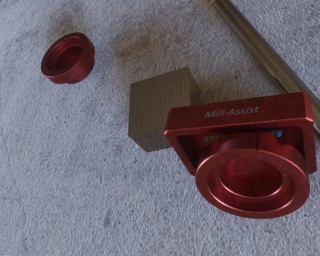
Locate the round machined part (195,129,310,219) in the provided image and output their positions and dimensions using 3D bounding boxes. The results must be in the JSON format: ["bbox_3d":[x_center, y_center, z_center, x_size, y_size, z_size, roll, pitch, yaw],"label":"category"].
[{"bbox_3d":[0.086,0.040,0.292,0.098,0.098,0.042,-6,39,25],"label":"round machined part"}]

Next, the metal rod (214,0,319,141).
[{"bbox_3d":[0.137,-0.079,0.379,0.025,0.025,0.299,-29,52,9],"label":"metal rod"}]

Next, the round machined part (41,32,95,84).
[{"bbox_3d":[-0.155,-0.117,0.543,0.098,0.042,0.098,-13,56,20],"label":"round machined part"}]

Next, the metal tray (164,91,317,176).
[{"bbox_3d":[0.081,0.013,0.308,0.130,0.090,0.030,-6,51,25],"label":"metal tray"}]

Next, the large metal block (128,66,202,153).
[{"bbox_3d":[0.008,-0.022,0.396,0.080,0.050,0.080,-14,56,20],"label":"large metal block"}]
